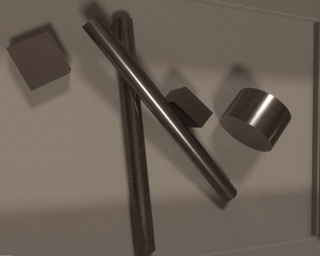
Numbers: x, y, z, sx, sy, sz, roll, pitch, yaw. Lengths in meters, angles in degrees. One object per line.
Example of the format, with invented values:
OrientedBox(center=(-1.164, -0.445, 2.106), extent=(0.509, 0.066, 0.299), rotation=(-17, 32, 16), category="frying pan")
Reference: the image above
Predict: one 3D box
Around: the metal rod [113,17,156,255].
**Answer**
OrientedBox(center=(-0.033, 0.011, 0.399), extent=(0.025, 0.025, 0.298), rotation=(-6, 92, -20), category="metal rod")

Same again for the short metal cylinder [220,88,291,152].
OrientedBox(center=(0.132, -0.011, 0.432), extent=(0.080, 0.080, 0.050), rotation=(41, 77, -16), category="short metal cylinder")

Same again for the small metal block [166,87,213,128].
OrientedBox(center=(0.034, -0.026, 0.411), extent=(0.050, 0.050, 0.025), rotation=(42, 77, -16), category="small metal block")

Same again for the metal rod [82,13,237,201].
OrientedBox(center=(0.012, -0.011, 0.397), extent=(0.025, 0.025, 0.300), rotation=(-45, 111, -15), category="metal rod")

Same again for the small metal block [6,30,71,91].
OrientedBox(center=(-0.139, -0.077, 0.359), extent=(0.050, 0.025, 0.050), rotation=(-30, 100, -18), category="small metal block")
